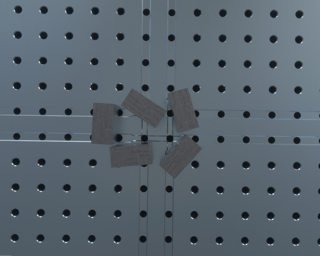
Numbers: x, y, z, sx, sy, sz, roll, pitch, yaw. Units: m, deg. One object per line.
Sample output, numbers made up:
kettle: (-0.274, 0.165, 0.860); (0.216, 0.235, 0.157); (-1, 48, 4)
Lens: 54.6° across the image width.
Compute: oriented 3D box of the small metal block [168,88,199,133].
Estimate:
small metal block: (0.029, -0.021, 0.400); (0.025, 0.050, 0.050); (-16, 89, 0)

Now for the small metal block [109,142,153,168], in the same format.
small metal block: (-0.035, 0.034, 0.400); (0.050, 0.050, 0.025); (-5, 90, 0)

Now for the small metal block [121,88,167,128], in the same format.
small metal block: (-0.020, -0.025, 0.401); (0.050, 0.050, 0.025); (34, 91, -1)

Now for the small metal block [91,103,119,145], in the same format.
small metal block: (-0.069, -0.005, 0.400); (0.025, 0.050, 0.050); (4, 91, 0)

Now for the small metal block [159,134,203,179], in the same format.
small metal block: (0.026, 0.035, 0.400); (0.025, 0.050, 0.050); (42, 90, 1)
